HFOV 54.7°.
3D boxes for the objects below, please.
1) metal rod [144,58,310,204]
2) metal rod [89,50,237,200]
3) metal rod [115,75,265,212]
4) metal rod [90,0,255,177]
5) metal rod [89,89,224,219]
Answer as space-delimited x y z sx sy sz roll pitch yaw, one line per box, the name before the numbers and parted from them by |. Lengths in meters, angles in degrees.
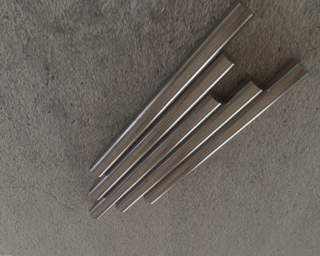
metal rod | 0.072 0.021 0.427 0.025 0.025 0.299 29 124 -23
metal rod | -0.013 0.013 0.419 0.025 0.025 0.299 29 124 -23
metal rod | 0.025 0.038 0.441 0.025 0.025 0.299 29 124 -23
metal rod | -0.004 -0.029 0.384 0.025 0.025 0.299 29 124 -23
metal rod | -0.021 0.053 0.454 0.025 0.025 0.299 29 124 -23
